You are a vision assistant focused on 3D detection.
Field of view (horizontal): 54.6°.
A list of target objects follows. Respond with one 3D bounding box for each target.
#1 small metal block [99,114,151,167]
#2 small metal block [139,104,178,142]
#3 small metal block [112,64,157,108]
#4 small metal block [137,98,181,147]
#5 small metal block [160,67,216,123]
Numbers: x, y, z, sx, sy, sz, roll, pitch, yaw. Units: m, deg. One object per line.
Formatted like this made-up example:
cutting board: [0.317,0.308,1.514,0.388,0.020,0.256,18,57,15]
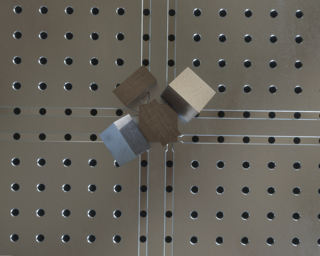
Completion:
small metal block: [-0.046,0.017,0.398,0.025,0.050,0.050,-34,90,-37]
small metal block: [-0.002,-0.006,0.413,0.050,0.025,0.050,1,90,-1]
small metal block: [-0.031,-0.052,0.401,0.050,0.050,0.025,-41,90,0]
small metal block: [-0.001,-0.006,0.376,0.025,0.050,0.050,-36,91,-1]
small metal block: [0.037,-0.044,0.400,0.050,0.025,0.050,43,50,0]
